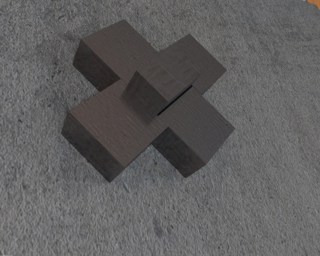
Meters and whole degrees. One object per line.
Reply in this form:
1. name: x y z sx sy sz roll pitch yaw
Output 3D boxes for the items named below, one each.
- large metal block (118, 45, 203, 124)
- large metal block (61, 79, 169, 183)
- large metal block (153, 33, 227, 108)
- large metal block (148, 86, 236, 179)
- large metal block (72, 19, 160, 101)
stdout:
1. large metal block: -0.002 -0.049 0.400 0.050 0.080 0.080 45 51 3
2. large metal block: -0.052 0.002 0.360 0.080 0.050 0.080 45 51 3
3. large metal block: 0.039 -0.083 0.462 0.080 0.050 0.080 45 51 3
4. large metal block: 0.039 0.005 0.408 0.080 0.050 0.080 45 51 3
5. large metal block: -0.054 -0.088 0.414 0.080 0.050 0.080 45 51 3
